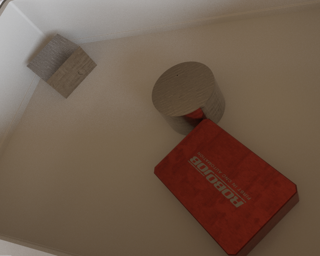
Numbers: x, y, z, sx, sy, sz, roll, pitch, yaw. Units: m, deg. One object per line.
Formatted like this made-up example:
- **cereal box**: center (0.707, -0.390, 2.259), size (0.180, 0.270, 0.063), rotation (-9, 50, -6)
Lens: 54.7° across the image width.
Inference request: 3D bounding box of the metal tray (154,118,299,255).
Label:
- **metal tray**: center (0.065, 0.059, 0.332), size (0.090, 0.030, 0.130), rotation (-45, 51, -3)

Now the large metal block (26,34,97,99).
- **large metal block**: center (-0.173, -0.110, 0.545), size (0.080, 0.050, 0.080), rotation (34, 81, 38)

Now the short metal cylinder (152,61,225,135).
- **short metal cylinder**: center (0.037, -0.037, 0.392), size (0.080, 0.050, 0.080), rotation (-13, 56, 20)
